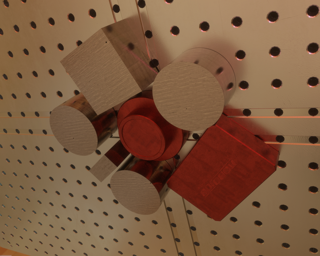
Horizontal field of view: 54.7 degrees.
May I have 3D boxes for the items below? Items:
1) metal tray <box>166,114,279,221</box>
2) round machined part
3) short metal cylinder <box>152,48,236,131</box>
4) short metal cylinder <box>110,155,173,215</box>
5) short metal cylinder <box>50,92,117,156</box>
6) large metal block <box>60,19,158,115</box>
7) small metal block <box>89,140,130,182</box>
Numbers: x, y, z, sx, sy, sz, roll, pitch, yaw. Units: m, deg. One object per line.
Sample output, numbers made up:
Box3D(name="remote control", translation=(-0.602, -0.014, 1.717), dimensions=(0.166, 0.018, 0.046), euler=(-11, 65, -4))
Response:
Box3D(name="metal tray", translation=(0.076, 0.055, 0.401), dimensions=(0.090, 0.030, 0.129), euler=(35, 129, 5))
Box3D(name="round machined part", translation=(-0.015, 0.004, 0.410), dimensions=(0.098, 0.042, 0.097), euler=(13, 124, 21))
Box3D(name="short metal cylinder", translation=(0.039, -0.043, 0.347), dimensions=(0.080, 0.050, 0.079), euler=(13, 124, 21))
Box3D(name="short metal cylinder", translation=(-0.026, 0.080, 0.458), dimensions=(0.080, 0.050, 0.079), euler=(13, 124, 21))
Box3D(name="short metal cylinder", translation=(-0.110, -0.007, 0.448), dimensions=(0.080, 0.050, 0.079), euler=(13, 124, 21))
Box3D(name="large metal block", translation=(-0.061, -0.073, 0.382), dimensions=(0.080, 0.050, 0.080), euler=(-23, 106, 36))
Box3D(name="small metal block", translation=(-0.071, 0.047, 0.460), dimensions=(0.025, 0.050, 0.050), euler=(45, 129, -3))
